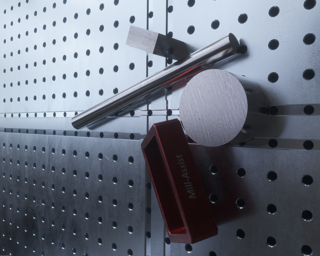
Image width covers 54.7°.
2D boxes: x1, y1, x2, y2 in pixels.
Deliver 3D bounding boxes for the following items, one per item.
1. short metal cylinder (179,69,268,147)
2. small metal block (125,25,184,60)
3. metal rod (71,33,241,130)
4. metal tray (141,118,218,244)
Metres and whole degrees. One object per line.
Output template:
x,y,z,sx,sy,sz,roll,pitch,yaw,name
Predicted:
0.068,-0.021,0.337,0.080,0.050,0.079,0,90,40,short metal cylinder
-0.007,-0.109,0.399,0.050,0.050,0.025,28,108,36,small metal block
-0.028,-0.051,0.432,0.299,0.025,0.025,-21,77,38,metal rod
0.017,0.064,0.362,0.090,0.030,0.129,124,130,-67,metal tray
